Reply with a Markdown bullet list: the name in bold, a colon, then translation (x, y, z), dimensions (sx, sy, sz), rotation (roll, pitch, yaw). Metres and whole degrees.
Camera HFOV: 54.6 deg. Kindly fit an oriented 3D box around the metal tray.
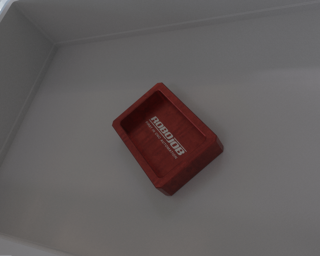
- **metal tray**: translation (0.005, 0.009, 0.394), dimensions (0.090, 0.030, 0.130), rotation (-41, 51, 0)
